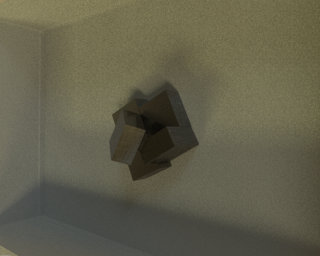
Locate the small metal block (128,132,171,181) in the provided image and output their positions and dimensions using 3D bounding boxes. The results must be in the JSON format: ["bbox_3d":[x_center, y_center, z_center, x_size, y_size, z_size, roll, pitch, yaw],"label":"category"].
[{"bbox_3d":[-0.019,0.038,0.418,0.050,0.025,0.050,-31,71,35],"label":"small metal block"}]

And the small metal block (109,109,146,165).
[{"bbox_3d":[-0.042,0.010,0.389,0.050,0.025,0.050,-115,46,-63],"label":"small metal block"}]

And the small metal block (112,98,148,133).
[{"bbox_3d":[-0.035,-0.007,0.432,0.050,0.025,0.050,-31,71,35],"label":"small metal block"}]

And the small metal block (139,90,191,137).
[{"bbox_3d":[0.005,-0.014,0.399,0.050,0.025,0.050,-31,71,35],"label":"small metal block"}]

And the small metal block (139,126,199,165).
[{"bbox_3d":[0.010,0.021,0.378,0.050,0.050,0.025,-34,69,34],"label":"small metal block"}]
